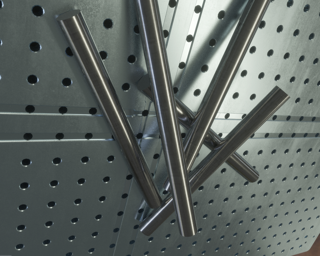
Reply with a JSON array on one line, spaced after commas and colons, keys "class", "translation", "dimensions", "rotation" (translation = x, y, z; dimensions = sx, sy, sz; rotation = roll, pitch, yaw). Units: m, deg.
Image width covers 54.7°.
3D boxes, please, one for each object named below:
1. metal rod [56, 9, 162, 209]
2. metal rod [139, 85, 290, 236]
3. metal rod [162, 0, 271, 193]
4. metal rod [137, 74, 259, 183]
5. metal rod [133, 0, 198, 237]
[{"class": "metal rod", "translation": [-0.048, 0.003, 0.387], "dimensions": [0.025, 0.025, 0.299], "rotation": [-28, 128, -11]}, {"class": "metal rod", "translation": [0.071, 0.058, 0.460], "dimensions": [0.025, 0.025, 0.299], "rotation": [28, 111, -38]}, {"class": "metal rod", "translation": [0.075, -0.050, 0.398], "dimensions": [0.025, 0.025, 0.298], "rotation": [17, 102, -35]}, {"class": "metal rod", "translation": [0.075, 0.016, 0.463], "dimensions": [0.025, 0.025, 0.301], "rotation": [-48, 129, 5]}, {"class": "metal rod", "translation": [0.011, 0.001, 0.369], "dimensions": [0.025, 0.025, 0.298], "rotation": [-18, 110, -19]}]
